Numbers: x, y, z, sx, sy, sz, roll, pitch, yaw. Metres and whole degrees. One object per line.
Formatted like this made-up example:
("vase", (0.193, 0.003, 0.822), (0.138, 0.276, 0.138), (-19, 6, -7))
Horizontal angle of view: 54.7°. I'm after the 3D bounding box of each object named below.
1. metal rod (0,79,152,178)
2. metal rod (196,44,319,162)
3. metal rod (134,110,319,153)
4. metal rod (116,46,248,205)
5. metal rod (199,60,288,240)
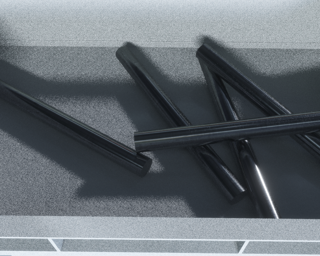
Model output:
("metal rod", (-0.143, -0.014, 0.415), (0.301, 0.025, 0.025), (26, 55, 20))
("metal rod", (0.156, -0.016, 0.400), (0.025, 0.025, 0.300), (-31, 63, -23))
("metal rod", (0.121, -0.001, 0.364), (0.302, 0.025, 0.025), (-7, 50, 0))
("metal rod", (0.013, -0.023, 0.424), (0.025, 0.025, 0.300), (-24, 54, -19))
("metal rod", (0.095, -0.005, 0.409), (0.025, 0.025, 0.300), (-6, 50, -5))
